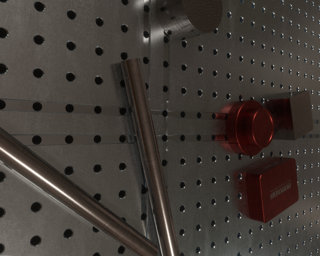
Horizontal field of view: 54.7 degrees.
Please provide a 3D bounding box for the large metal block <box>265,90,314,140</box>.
[{"bbox_3d":[0.257,-0.026,0.612,0.081,0.050,0.079,-19,102,-39],"label":"large metal block"}]

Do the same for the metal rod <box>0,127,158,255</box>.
[{"bbox_3d":[-0.100,0.066,0.326,0.300,0.025,0.025,47,62,-30],"label":"metal rod"}]

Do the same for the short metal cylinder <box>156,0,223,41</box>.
[{"bbox_3d":[0.041,-0.167,0.429,0.081,0.050,0.079,0,90,-40],"label":"short metal cylinder"}]

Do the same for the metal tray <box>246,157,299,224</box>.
[{"bbox_3d":[0.218,0.115,0.593,0.131,0.030,0.089,-13,99,-39],"label":"metal tray"}]

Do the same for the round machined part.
[{"bbox_3d":[0.162,0.000,0.537,0.099,0.042,0.097,0,90,-40],"label":"round machined part"}]

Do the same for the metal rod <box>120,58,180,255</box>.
[{"bbox_3d":[-0.008,0.061,0.404,0.025,0.025,0.298,-19,102,-39],"label":"metal rod"}]
